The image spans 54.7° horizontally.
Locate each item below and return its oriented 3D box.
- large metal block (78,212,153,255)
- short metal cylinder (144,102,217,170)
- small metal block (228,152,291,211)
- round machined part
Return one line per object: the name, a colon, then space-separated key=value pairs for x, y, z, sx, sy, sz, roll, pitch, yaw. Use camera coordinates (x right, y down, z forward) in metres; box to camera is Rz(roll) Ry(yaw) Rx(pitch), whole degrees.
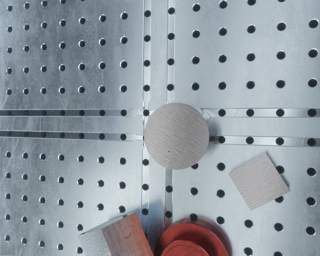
large metal block: x=-0.055 y=0.162 z=0.400 sx=0.080 sy=0.050 sz=0.080 roll=-34 pitch=78 yaw=49
short metal cylinder: x=0.027 y=0.009 z=0.390 sx=0.080 sy=0.050 sz=0.079 roll=0 pitch=90 yaw=20
small metal block: x=0.118 y=0.063 z=0.371 sx=0.050 sy=0.025 sz=0.050 roll=-33 pitch=80 yaw=17
round machined part: x=0.038 y=0.168 z=0.390 sx=0.098 sy=0.042 sz=0.097 roll=0 pitch=90 yaw=20
